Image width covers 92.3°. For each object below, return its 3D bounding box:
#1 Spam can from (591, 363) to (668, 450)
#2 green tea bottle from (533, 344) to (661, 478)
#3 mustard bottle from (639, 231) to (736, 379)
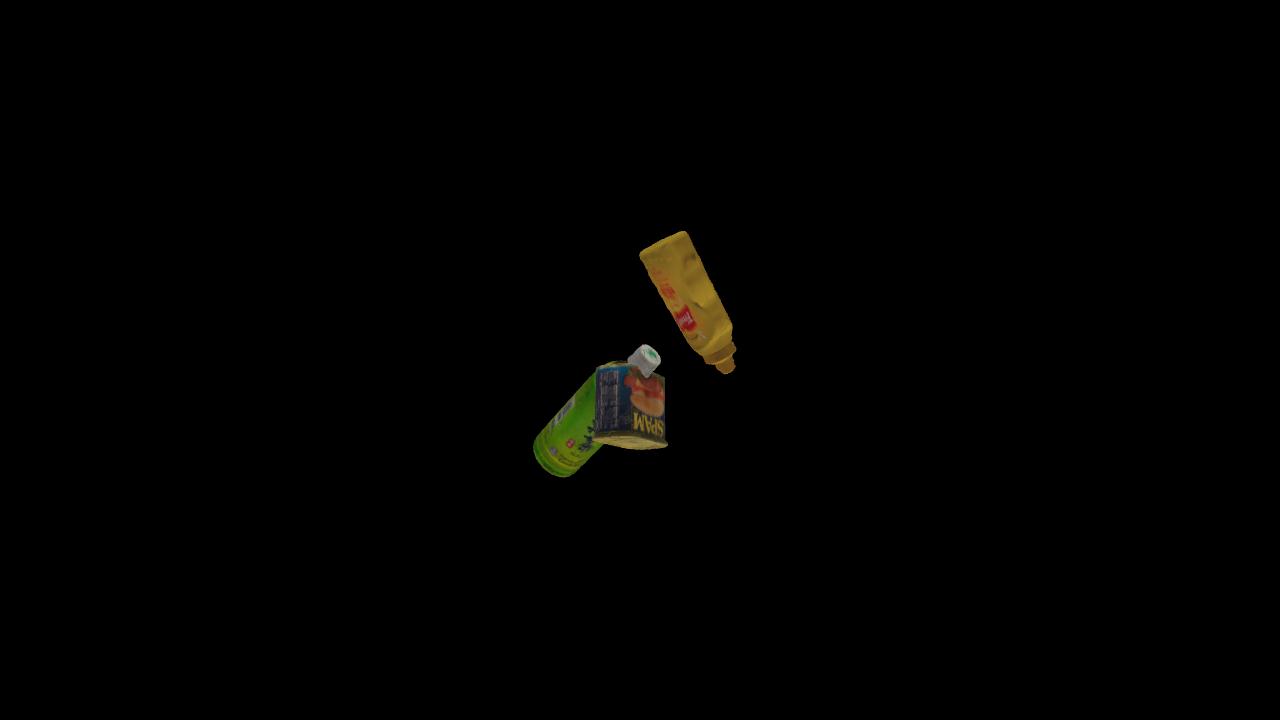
[{"bbox_3d":[-0.010,0.056,0.717,0.058,0.085,0.101,-9,-19,29],"label":"Spam can"},{"bbox_3d":[-0.051,0.059,0.750,0.073,0.073,0.212,0,-40,-48],"label":"green tea bottle"},{"bbox_3d":[0.069,-0.063,0.752,0.054,0.184,0.092,-35,13,-25],"label":"mustard bottle"}]
